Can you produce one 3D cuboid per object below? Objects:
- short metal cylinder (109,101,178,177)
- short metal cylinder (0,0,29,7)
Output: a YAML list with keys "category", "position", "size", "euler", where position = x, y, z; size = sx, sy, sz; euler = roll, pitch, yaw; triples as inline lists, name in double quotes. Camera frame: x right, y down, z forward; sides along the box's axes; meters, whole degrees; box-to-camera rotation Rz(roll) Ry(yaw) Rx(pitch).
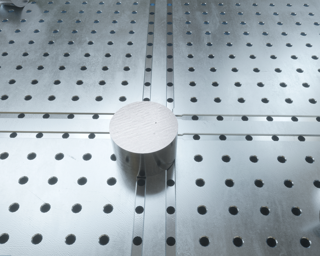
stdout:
- category: "short metal cylinder"
  position: [-0.019, 0.013, 0.380]
  size: [0.081, 0.050, 0.080]
  euler: [0, 50, 0]
- category: "short metal cylinder"
  position: [-0.298, -0.282, 0.607]
  size: [0.050, 0.080, 0.080]
  euler: [11, 51, 9]
